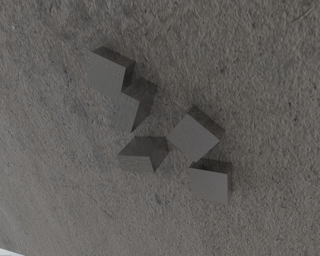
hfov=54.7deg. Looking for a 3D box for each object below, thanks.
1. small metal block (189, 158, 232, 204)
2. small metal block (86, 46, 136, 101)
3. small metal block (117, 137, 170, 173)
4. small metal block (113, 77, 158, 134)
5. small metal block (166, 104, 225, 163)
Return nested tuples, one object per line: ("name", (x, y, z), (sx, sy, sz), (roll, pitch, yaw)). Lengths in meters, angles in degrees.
("small metal block", (0.069, 0.070, 0.414), (0.050, 0.025, 0.050), (7, 122, 24))
("small metal block", (-0.064, -0.070, 0.397), (0.050, 0.025, 0.050), (26, 128, 11))
("small metal block", (-0.022, 0.035, 0.424), (0.050, 0.050, 0.025), (0, 118, 28))
("small metal block", (-0.030, -0.029, 0.389), (0.025, 0.050, 0.050), (28, 128, 11))
("small metal block", (0.044, 0.008, 0.388), (0.050, 0.025, 0.050), (40, 129, 0))
